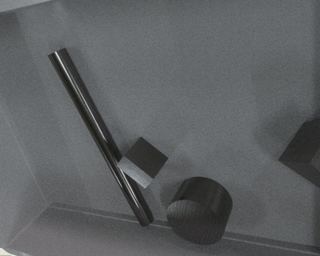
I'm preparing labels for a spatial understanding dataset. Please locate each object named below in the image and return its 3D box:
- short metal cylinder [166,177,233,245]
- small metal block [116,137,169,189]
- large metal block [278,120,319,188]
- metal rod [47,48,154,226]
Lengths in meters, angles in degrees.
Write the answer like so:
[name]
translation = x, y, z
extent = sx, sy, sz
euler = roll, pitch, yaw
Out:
[short metal cylinder]
translation = 0.056, 0.115, 0.433
extent = 0.080, 0.050, 0.079
euler = 13, 124, 20
[small metal block]
translation = -0.024, 0.047, 0.433
extent = 0.050, 0.050, 0.025
euler = 38, 129, 2
[large metal block]
translation = 0.173, 0.035, 0.295
extent = 0.080, 0.080, 0.050
euler = 35, 88, 5
[metal rod]
translation = -0.081, 0.026, 0.464
extent = 0.025, 0.025, 0.299
euler = -12, 113, 33
